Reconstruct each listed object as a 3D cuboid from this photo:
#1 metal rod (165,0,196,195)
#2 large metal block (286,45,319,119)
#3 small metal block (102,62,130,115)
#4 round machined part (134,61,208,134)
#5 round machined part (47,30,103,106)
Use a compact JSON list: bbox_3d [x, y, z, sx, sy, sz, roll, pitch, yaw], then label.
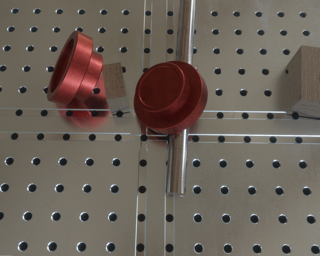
[{"bbox_3d":[0.031,-0.059,0.433,0.025,0.025,0.299,5,70,1],"label":"metal rod"},{"bbox_3d":[0.223,-0.059,0.422,0.080,0.050,0.080,9,70,3],"label":"large metal block"},{"bbox_3d":[-0.059,-0.052,0.417,0.025,0.050,0.050,-10,71,-4],"label":"small metal block"},{"bbox_3d":[0.008,-0.044,0.398,0.098,0.042,0.098,-10,65,24],"label":"round machined part"},{"bbox_3d":[-0.109,-0.074,0.409,0.042,0.098,0.098,21,67,-29],"label":"round machined part"}]
